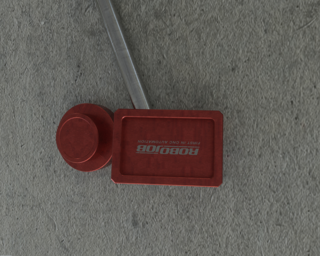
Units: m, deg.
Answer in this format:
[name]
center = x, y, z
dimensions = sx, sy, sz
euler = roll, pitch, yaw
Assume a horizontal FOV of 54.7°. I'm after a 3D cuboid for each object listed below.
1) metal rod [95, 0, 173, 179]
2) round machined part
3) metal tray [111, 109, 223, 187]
[metal rod]
center = -0.041, -0.076, 0.423
dimensions = 0.025, 0.025, 0.299
euler = -22, 83, 18
[round machined part]
center = -0.106, 0.014, 0.437
dimensions = 0.098, 0.042, 0.097
euler = 0, 90, 20
[metal tray]
center = 0.009, 0.024, 0.380
dimensions = 0.131, 0.030, 0.090
euler = 1, 84, 4
